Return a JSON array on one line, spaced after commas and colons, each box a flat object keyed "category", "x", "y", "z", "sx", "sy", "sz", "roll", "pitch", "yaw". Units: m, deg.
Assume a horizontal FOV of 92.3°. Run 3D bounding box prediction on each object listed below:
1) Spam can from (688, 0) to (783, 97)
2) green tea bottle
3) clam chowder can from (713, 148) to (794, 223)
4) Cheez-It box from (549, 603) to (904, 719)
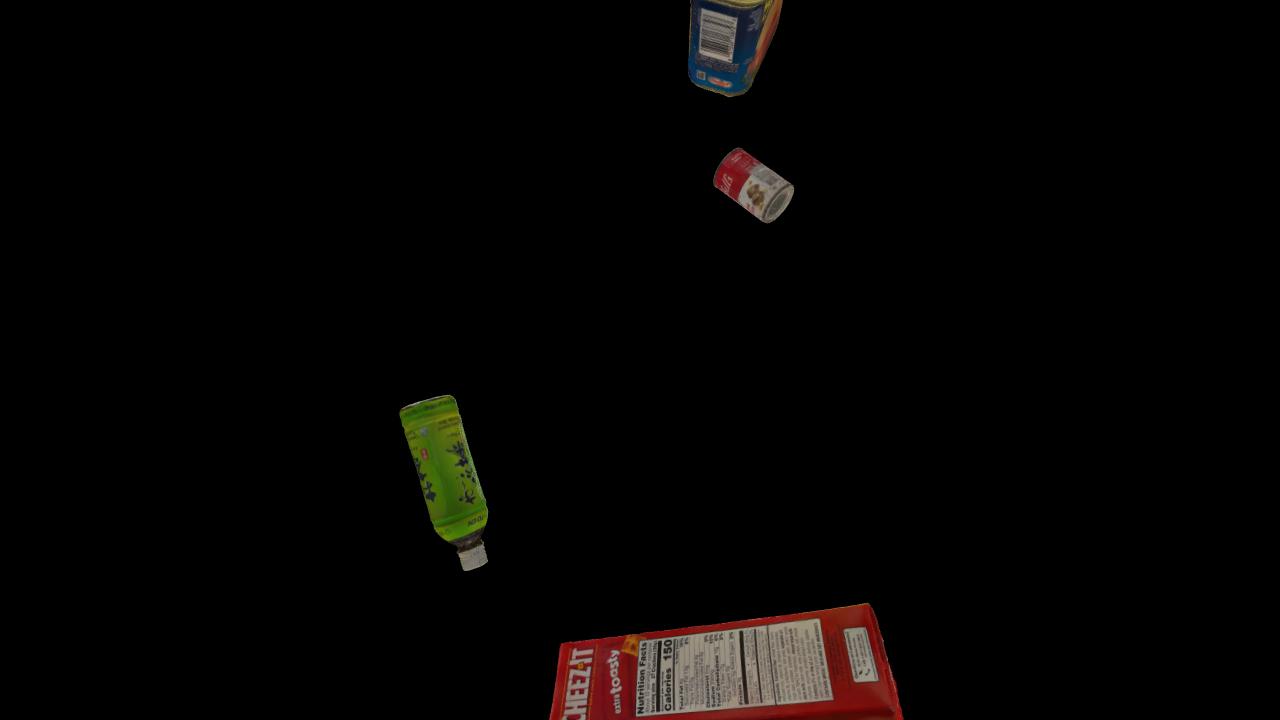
[{"category": "Spam can", "x": 0.072, "y": -0.262, "z": 0.451, "sx": 0.058, "sy": 0.101, "sz": 0.085, "roll": 21, "pitch": -18, "yaw": 9}, {"category": "green tea bottle", "x": -0.231, "y": 0.151, "z": 0.755, "sx": 0.073, "sy": 0.212, "sz": 0.073, "roll": -19, "pitch": -2, "yaw": -1}, {"category": "clam chowder can", "x": 0.169, "y": -0.258, "z": 0.911, "sx": 0.102, "sy": 0.068, "sz": 0.068, "roll": 42, "pitch": 17, "yaw": 20}, {"category": "Cheez-It box", "x": 0.069, "y": 0.256, "z": 0.439, "sx": 0.223, "sy": 0.166, "sz": 0.071, "roll": -13, "pitch": 38, "yaw": 16}]
